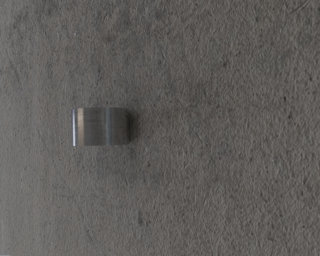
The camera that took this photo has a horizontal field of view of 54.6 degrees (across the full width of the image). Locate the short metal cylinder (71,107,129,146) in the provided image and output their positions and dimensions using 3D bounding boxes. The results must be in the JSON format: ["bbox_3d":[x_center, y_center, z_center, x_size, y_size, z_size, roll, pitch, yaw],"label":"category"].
[{"bbox_3d":[-0.084,-0.001,0.440,0.080,0.081,0.050,-2,89,40],"label":"short metal cylinder"}]
